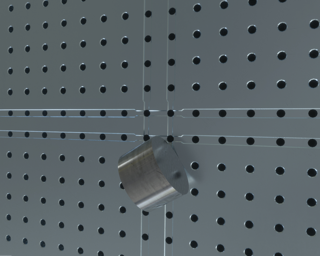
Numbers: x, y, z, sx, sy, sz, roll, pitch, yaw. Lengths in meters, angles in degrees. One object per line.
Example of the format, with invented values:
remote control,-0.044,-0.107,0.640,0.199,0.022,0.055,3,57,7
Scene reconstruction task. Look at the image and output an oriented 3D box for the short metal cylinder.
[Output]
short metal cylinder,-0.007,0.057,0.386,0.050,0.080,0.080,-31,80,17
